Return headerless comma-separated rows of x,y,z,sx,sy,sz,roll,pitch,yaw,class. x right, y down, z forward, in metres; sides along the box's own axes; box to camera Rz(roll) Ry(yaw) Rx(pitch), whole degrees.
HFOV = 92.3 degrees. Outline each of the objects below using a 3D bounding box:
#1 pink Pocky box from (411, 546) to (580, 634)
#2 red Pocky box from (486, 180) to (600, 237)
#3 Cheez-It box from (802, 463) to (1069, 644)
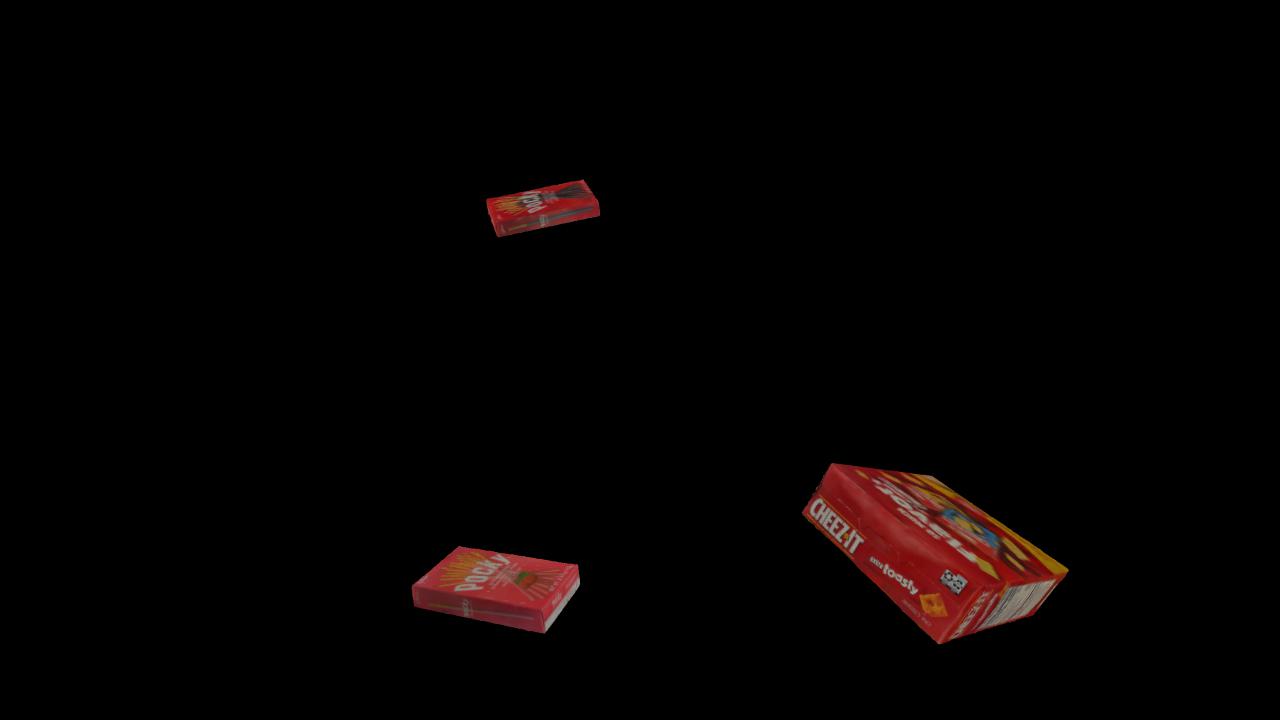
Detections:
-0.150,0.237,0.646,0.155,0.029,0.084,2,14,19,pink Pocky box
-0.143,-0.225,0.907,0.155,0.028,0.083,-16,43,-13,red Pocky box
0.294,0.182,0.612,0.223,0.071,0.166,13,20,-40,Cheez-It box
